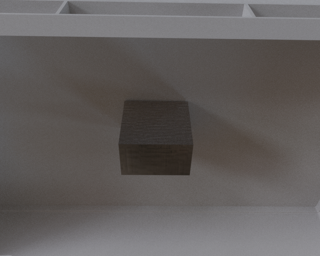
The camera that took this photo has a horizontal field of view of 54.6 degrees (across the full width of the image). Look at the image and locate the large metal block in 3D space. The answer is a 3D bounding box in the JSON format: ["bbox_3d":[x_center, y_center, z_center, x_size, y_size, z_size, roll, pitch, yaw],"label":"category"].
[{"bbox_3d":[-0.005,0.011,0.379,0.080,0.080,0.050,1,130,-1],"label":"large metal block"}]
